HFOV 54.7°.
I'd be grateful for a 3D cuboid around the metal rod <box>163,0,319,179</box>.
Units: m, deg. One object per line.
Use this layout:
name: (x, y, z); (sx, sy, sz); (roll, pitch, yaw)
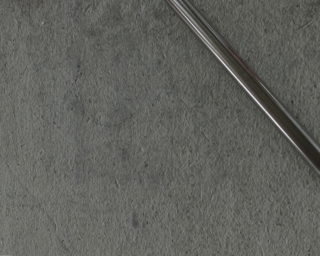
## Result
metal rod: (0.104, -0.059, 0.372); (0.025, 0.025, 0.300); (-41, 77, 15)
